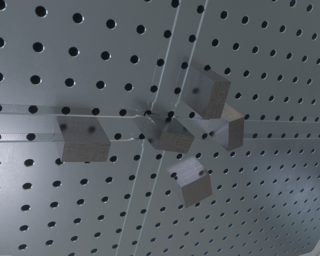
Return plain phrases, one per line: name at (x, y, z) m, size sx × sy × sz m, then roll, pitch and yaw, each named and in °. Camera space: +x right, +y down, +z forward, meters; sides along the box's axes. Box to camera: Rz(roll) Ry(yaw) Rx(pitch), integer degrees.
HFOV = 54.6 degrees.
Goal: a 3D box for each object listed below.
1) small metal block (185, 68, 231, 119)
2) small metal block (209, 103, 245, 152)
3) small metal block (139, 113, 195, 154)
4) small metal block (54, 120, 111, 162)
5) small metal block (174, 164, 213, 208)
small metal block at (0.060, -0.045, 0.399) m, size 0.025 × 0.050 × 0.050 m, roll -3°, pitch 120°, yaw -27°
small metal block at (0.094, -0.003, 0.444) m, size 0.025 × 0.050 × 0.050 m, roll -19°, pitch 126°, yaw -17°
small metal block at (0.009, 0.007, 0.403) m, size 0.050 × 0.050 × 0.025 m, roll 11°, pitch 113°, yaw -33°
small metal block at (-0.090, 0.014, 0.354) m, size 0.050 × 0.050 × 0.025 m, roll 3°, pitch 117°, yaw -30°
small metal block at (0.054, 0.094, 0.498) m, size 0.050 × 0.025 × 0.050 m, roll -24°, pitch 127°, yaw -14°
